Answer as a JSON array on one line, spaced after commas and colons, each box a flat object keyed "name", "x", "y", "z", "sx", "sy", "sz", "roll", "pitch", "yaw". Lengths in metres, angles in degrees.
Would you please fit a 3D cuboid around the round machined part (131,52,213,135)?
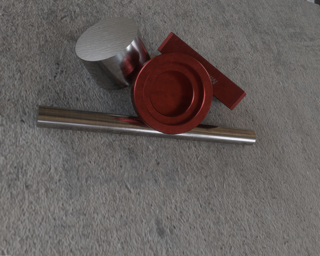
[{"name": "round machined part", "x": 0.012, "y": -0.043, "z": 0.387, "sx": 0.099, "sy": 0.042, "sz": 0.097, "roll": -2, "pitch": 97, "yaw": -16}]

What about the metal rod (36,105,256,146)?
[{"name": "metal rod", "x": 0.001, "y": 0.001, "z": 0.405, "sx": 0.302, "sy": 0.025, "sz": 0.025, "roll": 6, "pitch": 59, "yaw": -25}]

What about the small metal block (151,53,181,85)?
[{"name": "small metal block", "x": -0.002, "y": -0.069, "z": 0.428, "sx": 0.050, "sy": 0.050, "sz": 0.025, "roll": 21, "pitch": 54, "yaw": -16}]

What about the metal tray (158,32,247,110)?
[{"name": "metal tray", "x": 0.061, "y": -0.083, "z": 0.452, "sx": 0.130, "sy": 0.030, "sz": 0.090, "roll": 39, "pitch": 13, "yaw": -2}]

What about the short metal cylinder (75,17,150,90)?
[{"name": "short metal cylinder", "x": -0.058, "y": -0.094, "z": 0.390, "sx": 0.080, "sy": 0.050, "sz": 0.080, "roll": -10, "pitch": 52, "yaw": 13}]
